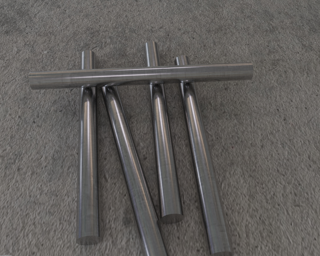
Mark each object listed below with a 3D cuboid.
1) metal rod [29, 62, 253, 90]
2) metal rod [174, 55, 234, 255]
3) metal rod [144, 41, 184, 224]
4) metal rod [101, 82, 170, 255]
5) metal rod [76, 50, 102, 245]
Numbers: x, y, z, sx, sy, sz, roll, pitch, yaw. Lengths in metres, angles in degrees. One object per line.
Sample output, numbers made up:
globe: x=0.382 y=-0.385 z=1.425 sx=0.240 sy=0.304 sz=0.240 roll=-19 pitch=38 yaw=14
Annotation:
metal rod: x=-0.023 y=-0.072 z=0.429 sx=0.302 sy=0.025 sz=0.025 roll=-3 pitch=50 yaw=-3
metal rod: x=0.047 y=0.009 z=0.395 sx=0.025 sy=0.025 sz=0.300 roll=-3 pitch=50 yaw=-3
metal rod: x=-0.001 y=-0.020 z=0.419 sx=0.025 sy=0.025 sz=0.300 roll=-4 pitch=50 yaw=-3
metal rod: x=-0.040 y=0.030 z=0.377 sx=0.025 sy=0.025 sz=0.300 roll=-13 pitch=51 yaw=-11
metal rod: x=-0.093 y=-0.001 z=0.403 sx=0.025 sy=0.025 sz=0.300 roll=-7 pitch=50 yaw=-6
